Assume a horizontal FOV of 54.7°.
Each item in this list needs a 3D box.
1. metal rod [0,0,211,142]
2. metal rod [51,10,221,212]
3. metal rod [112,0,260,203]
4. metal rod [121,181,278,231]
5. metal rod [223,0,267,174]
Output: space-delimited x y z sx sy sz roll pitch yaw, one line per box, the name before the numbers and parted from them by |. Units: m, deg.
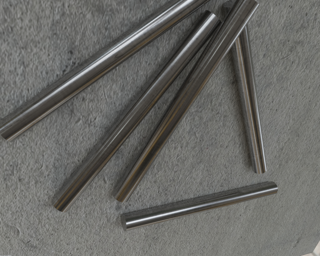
metal rod | -0.041 -0.084 0.331 0.301 0.025 0.025 -37 129 -4
metal rod | -0.033 -0.015 0.379 0.025 0.025 0.299 34 99 -39
metal rod | 0.021 -0.023 0.387 0.025 0.025 0.298 19 113 -36
metal rod | 0.081 0.129 0.530 0.303 0.025 0.025 -6 121 -26
metal rod | 0.131 -0.038 0.454 0.025 0.025 0.299 -30 129 -9
